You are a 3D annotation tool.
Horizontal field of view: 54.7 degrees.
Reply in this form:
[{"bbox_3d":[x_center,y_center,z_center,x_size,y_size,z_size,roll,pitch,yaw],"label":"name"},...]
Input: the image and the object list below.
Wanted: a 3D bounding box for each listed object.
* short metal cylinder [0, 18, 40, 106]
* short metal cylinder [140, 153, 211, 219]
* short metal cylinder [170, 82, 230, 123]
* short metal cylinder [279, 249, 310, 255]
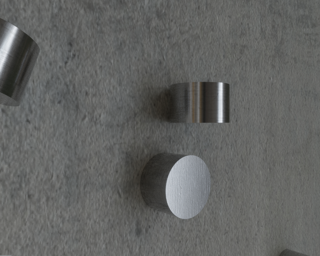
[{"bbox_3d":[-0.146,-0.055,0.248,0.080,0.080,0.050,24,75,-38],"label":"short metal cylinder"},{"bbox_3d":[0.021,0.074,0.409,0.081,0.050,0.079,0,90,-40],"label":"short metal cylinder"},{"bbox_3d":[0.053,-0.032,0.416,0.081,0.080,0.050,-1,91,-40],"label":"short metal cylinder"},{"bbox_3d":[0.276,0.293,0.625,0.081,0.050,0.079,0,90,-40],"label":"short metal cylinder"}]
